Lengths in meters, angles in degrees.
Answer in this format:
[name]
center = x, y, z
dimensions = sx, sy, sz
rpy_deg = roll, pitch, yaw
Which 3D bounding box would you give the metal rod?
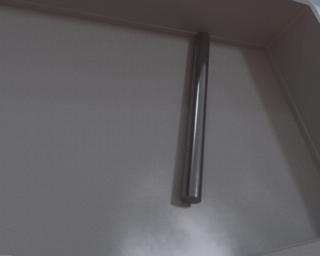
[metal rod]
center = 0.056, -0.036, 0.456
dimensions = 0.025, 0.025, 0.300
rpy_deg = 20, 54, -16
